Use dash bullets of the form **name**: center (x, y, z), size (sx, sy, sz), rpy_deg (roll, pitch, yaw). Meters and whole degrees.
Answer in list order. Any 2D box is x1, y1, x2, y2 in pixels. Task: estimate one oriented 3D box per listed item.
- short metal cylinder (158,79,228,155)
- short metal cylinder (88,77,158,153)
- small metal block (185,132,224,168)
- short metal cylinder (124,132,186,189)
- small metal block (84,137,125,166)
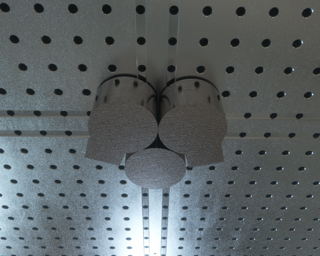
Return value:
- **short metal cylinder**: center (0.038, -0.013, 0.380), size (0.081, 0.050, 0.079), rpy_deg (0, 130, 0)
- **short metal cylinder**: center (-0.043, -0.015, 0.377), size (0.081, 0.050, 0.079), rpy_deg (0, 130, 0)
- **small metal block**: center (0.059, 0.025, 0.430), size (0.050, 0.025, 0.050), rpy_deg (-11, 130, 9)
- **short metal cylinder**: center (-0.006, 0.039, 0.423), size (0.081, 0.050, 0.079), rpy_deg (0, 130, 0)
- **small metal block**: center (-0.071, 0.021, 0.424), size (0.050, 0.025, 0.050), rpy_deg (16, 128, -14)
